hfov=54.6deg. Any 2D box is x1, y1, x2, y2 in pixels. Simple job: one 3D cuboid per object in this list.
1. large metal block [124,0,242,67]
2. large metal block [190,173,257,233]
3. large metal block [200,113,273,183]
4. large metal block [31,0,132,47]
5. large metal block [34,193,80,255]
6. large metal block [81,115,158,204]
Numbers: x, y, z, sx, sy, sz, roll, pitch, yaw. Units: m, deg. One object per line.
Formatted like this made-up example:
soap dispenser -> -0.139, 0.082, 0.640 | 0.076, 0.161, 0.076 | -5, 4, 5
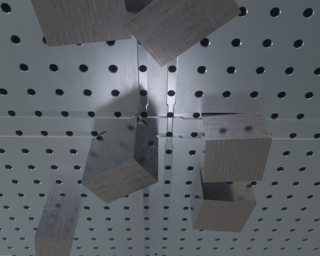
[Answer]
large metal block -> 0.018, -0.113, 0.279 | 0.080, 0.080, 0.050 | -31, 124, 23
large metal block -> 0.098, 0.122, 0.499 | 0.080, 0.050, 0.079 | 6, 130, -5
large metal block -> 0.098, 0.027, 0.419 | 0.080, 0.050, 0.080 | -2, 130, 2
large metal block -> -0.071, -0.127, 0.287 | 0.080, 0.050, 0.080 | -5, 130, 4
large metal block -> -0.170, 0.169, 0.518 | 0.050, 0.080, 0.079 | 10, 130, -8
large metal block -> -0.050, 0.041, 0.410 | 0.080, 0.080, 0.050 | -27, 125, 21
